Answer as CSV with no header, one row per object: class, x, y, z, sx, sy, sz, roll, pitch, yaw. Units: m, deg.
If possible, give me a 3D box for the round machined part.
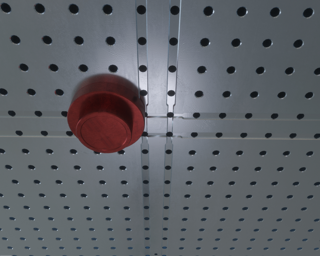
round machined part,-0.069,-0.006,0.395,0.099,0.042,0.097,0,130,0
